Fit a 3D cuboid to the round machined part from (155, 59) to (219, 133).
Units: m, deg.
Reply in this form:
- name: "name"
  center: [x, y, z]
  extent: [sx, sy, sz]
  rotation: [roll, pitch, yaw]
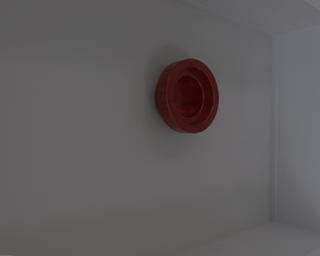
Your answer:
- name: "round machined part"
  center: [0.032, -0.042, 0.421]
  extent: [0.099, 0.042, 0.097]
  rotation: [0, 90, -40]
